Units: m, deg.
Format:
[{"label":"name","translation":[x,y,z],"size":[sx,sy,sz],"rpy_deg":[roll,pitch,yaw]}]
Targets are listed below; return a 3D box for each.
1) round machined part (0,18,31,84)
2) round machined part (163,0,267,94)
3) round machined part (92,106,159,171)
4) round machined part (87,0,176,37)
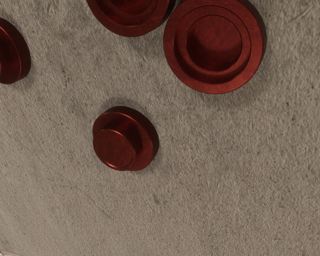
[{"label":"round machined part","translation":[-0.244,-0.109,0.454],"size":[0.098,0.042,0.097],"rpy_deg":[13,124,20]},{"label":"round machined part","translation":[0.057,-0.087,0.312],"size":[0.098,0.042,0.097],"rpy_deg":[13,124,20]},{"label":"round machined part","translation":[-0.054,0.022,0.436],"size":[0.098,0.042,0.097],"rpy_deg":[13,124,20]},{"label":"round machined part","translation":[-0.027,-0.147,0.318],"size":[0.098,0.042,0.097],"rpy_deg":[13,124,20]}]
